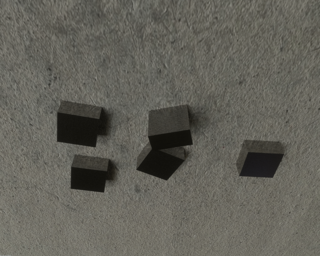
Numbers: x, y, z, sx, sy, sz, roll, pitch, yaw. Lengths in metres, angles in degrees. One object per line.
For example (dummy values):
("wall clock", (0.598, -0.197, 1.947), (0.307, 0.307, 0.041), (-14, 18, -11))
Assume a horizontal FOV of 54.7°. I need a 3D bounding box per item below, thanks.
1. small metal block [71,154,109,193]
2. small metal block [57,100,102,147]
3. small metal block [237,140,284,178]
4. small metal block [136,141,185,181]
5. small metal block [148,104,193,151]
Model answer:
("small metal block", (-0.105, 0.069, 0.465), (0.050, 0.025, 0.050), (8, 130, -8))
("small metal block", (-0.105, -0.005, 0.402), (0.050, 0.025, 0.050), (9, 130, -8))
("small metal block", (0.143, 0.045, 0.447), (0.050, 0.025, 0.050), (3, 130, -3))
("small metal block", (0.000, 0.044, 0.445), (0.050, 0.025, 0.050), (23, 127, -18))
("small metal block", (0.013, -0.001, 0.390), (0.050, 0.050, 0.025), (-9, 130, 7))
